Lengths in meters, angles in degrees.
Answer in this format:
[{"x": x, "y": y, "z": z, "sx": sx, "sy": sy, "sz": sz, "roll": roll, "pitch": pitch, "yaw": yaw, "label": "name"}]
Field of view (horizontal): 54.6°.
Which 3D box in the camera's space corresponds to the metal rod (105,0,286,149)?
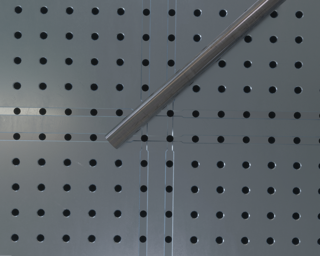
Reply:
[{"x": 0.048, "y": -0.080, "z": 0.413, "sx": 0.300, "sy": 0.025, "sz": 0.025, "roll": -41, "pitch": 90, "yaw": 0, "label": "metal rod"}]
